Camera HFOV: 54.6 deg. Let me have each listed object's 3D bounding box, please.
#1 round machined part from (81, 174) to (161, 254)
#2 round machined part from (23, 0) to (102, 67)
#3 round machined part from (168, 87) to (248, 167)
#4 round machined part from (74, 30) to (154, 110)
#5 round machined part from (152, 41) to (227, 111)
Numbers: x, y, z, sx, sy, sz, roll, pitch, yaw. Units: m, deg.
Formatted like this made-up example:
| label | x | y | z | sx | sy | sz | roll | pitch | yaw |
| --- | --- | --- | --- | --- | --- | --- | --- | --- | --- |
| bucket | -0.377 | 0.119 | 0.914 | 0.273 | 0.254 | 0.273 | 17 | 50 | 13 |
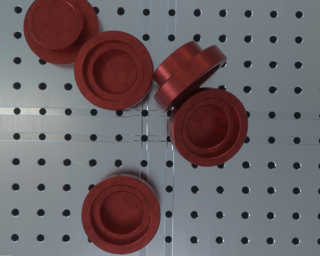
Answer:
| label | x | y | z | sx | sy | sz | roll | pitch | yaw |
| --- | --- | --- | --- | --- | --- | --- | --- | --- | --- |
| round machined part | -0.048 | 0.108 | 0.405 | 0.099 | 0.042 | 0.097 | 0 | 90 | 0 |
| round machined part | -0.129 | -0.132 | 0.404 | 0.099 | 0.042 | 0.097 | 0 | 90 | 0 |
| round machined part | 0.058 | -0.004 | 0.396 | 0.099 | 0.042 | 0.097 | -3 | 102 | -14 |
| round machined part | -0.057 | -0.072 | 0.402 | 0.098 | 0.042 | 0.097 | 0 | 94 | 2 |
| round machined part | 0.030 | -0.067 | 0.377 | 0.098 | 0.098 | 0.042 | -40 | 86 | 0 |
